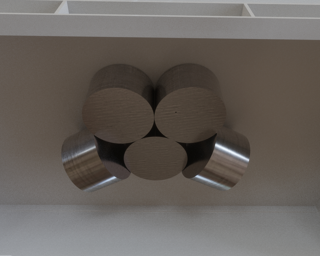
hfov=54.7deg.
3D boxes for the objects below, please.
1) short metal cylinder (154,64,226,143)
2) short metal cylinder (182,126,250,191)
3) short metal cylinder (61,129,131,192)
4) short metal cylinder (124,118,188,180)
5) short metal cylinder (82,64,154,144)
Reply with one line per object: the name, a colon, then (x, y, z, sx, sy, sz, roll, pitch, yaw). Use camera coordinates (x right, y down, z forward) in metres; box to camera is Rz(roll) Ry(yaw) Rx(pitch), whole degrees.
short metal cylinder: (0.034, -0.028, 0.367, 0.081, 0.050, 0.079, 0, 130, 0)
short metal cylinder: (0.070, 0.035, 0.401, 0.050, 0.080, 0.080, 24, 126, -19)
short metal cylinder: (-0.080, 0.037, 0.402, 0.050, 0.080, 0.080, -24, 126, 19)
short metal cylinder: (-0.005, 0.024, 0.411, 0.081, 0.050, 0.079, 0, 130, 0)
short metal cylinder: (-0.047, -0.028, 0.367, 0.081, 0.050, 0.079, 0, 130, 0)
